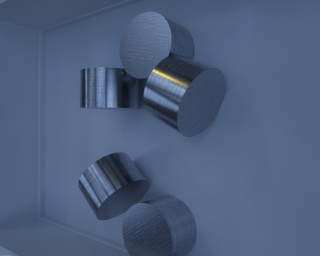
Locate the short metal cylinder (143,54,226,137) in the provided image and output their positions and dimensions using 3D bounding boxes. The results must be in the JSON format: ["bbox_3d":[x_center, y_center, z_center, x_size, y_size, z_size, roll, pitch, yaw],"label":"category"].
[{"bbox_3d":[0.028,-0.036,0.346,0.050,0.081,0.079,31,109,35],"label":"short metal cylinder"}]

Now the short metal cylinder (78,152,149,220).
[{"bbox_3d":[-0.062,0.079,0.420,0.050,0.081,0.080,49,119,28],"label":"short metal cylinder"}]

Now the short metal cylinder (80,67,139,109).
[{"bbox_3d":[-0.068,-0.051,0.425,0.080,0.081,0.050,2,92,39],"label":"short metal cylinder"}]

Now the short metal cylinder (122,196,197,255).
[{"bbox_3d":[-0.001,0.130,0.390,0.080,0.050,0.079,0,90,39],"label":"short metal cylinder"}]

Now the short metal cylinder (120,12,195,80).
[{"bbox_3d":[-0.004,-0.098,0.389,0.080,0.050,0.080,-1,87,37],"label":"short metal cylinder"}]
